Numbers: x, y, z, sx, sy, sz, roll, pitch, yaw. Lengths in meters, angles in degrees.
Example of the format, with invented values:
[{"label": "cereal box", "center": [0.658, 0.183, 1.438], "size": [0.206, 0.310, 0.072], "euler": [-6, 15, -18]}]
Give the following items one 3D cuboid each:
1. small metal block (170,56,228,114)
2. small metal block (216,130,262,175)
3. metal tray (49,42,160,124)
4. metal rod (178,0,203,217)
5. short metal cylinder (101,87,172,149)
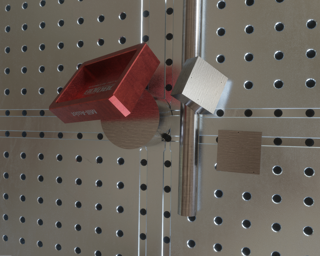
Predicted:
[{"label": "small metal block", "center": [0.048, -0.050, 0.373], "size": [0.025, 0.050, 0.050], "euler": [2, 66, 60]}, {"label": "small metal block", "center": [0.097, 0.028, 0.378], "size": [0.050, 0.025, 0.050], "euler": [3, 91, 19]}, {"label": "metal tray", "center": [-0.071, -0.052, 0.383], "size": [0.130, 0.030, 0.090], "euler": [-4, 49, 42]}, {"label": "metal rod", "center": [0.039, -0.038, 0.398], "size": [0.025, 0.025, 0.298], "euler": [2, 91, 19]}, {"label": "short metal cylinder", "center": [-0.030, -0.013, 0.409], "size": [0.080, 0.050, 0.079], "euler": [0, 90, 19]}]
